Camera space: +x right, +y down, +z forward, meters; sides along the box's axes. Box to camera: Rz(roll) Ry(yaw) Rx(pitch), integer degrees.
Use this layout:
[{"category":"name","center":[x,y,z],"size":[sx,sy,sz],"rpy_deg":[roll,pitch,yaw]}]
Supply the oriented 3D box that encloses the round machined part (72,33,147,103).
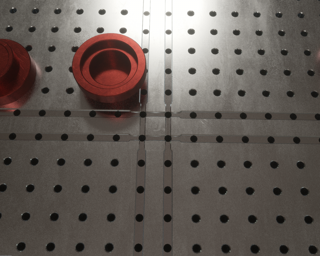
[{"category":"round machined part","center":[-0.068,-0.079,0.431],"size":[0.099,0.042,0.098],"rpy_deg":[0,70,-1]}]

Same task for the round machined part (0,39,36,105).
[{"category":"round machined part","center":[-0.230,-0.084,0.431],"size":[0.099,0.042,0.098],"rpy_deg":[0,70,-1]}]
